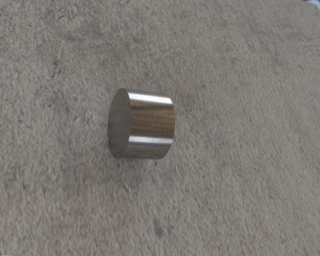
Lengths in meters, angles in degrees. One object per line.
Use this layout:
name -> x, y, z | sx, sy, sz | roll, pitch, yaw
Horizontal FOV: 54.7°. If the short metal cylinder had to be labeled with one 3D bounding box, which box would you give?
short metal cylinder -> -0.024, -0.004, 0.359 | 0.050, 0.080, 0.080 | 5, 60, -26
